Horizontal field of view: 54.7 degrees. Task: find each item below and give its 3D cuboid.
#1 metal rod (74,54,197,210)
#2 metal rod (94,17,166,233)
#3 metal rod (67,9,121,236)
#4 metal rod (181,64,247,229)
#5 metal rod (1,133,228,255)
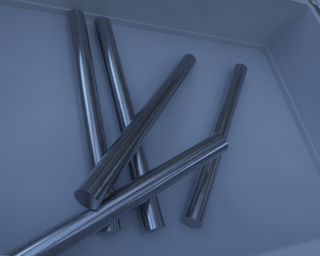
[{"bbox_3d":[-0.010,-0.022,0.386,0.025,0.025,0.301,37,43,-4],"label":"metal rod"},{"bbox_3d":[-0.045,-0.022,0.393,0.025,0.025,0.299,-3,63,-29],"label":"metal rod"},{"bbox_3d":[-0.085,-0.026,0.375,0.025,0.025,0.299,0,62,-28],"label":"metal rod"},{"bbox_3d":[0.089,0.003,0.450,0.025,0.025,0.301,32,51,-8],"label":"metal rod"},{"bbox_3d":[-0.048,0.077,0.299,0.302,0.025,0.025,-27,76,-28],"label":"metal rod"}]
